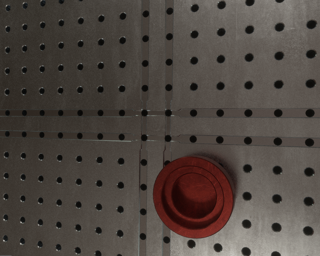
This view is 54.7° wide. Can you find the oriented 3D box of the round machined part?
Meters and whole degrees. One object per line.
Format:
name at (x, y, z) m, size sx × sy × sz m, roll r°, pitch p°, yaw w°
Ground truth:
round machined part at (0.044, 0.083, 0.387) m, size 0.098 × 0.042 × 0.097 m, roll 0°, pitch 90°, yaw 19°
